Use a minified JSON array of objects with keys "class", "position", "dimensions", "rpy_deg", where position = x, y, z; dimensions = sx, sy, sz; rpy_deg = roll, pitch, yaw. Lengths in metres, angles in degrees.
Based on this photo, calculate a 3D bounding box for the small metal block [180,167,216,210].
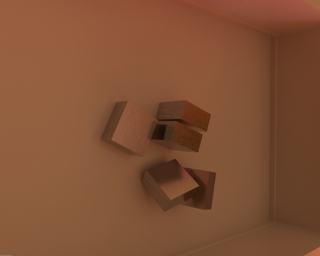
[{"class":"small metal block","position":[0.046,0.082,0.425],"dimensions":[0.025,0.050,0.050],"rpy_deg":[22,76,-58]}]

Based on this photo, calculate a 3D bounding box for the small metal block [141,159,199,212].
[{"class":"small metal block","position":[0.013,0.072,0.398],"dimensions":[0.050,0.050,0.025],"rpy_deg":[-16,142,-39]}]

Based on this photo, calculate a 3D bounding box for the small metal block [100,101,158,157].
[{"class":"small metal block","position":[-0.036,0.002,0.376],"dimensions":[0.050,0.025,0.050],"rpy_deg":[32,70,-35]}]

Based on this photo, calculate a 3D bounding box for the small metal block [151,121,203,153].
[{"class":"small metal block","position":[0.018,0.011,0.406],"dimensions":[0.050,0.050,0.025],"rpy_deg":[25,74,-37]}]

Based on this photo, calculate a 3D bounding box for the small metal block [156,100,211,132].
[{"class":"small metal block","position":[0.031,-0.015,0.416],"dimensions":[0.050,0.050,0.025],"rpy_deg":[25,75,-38]}]
